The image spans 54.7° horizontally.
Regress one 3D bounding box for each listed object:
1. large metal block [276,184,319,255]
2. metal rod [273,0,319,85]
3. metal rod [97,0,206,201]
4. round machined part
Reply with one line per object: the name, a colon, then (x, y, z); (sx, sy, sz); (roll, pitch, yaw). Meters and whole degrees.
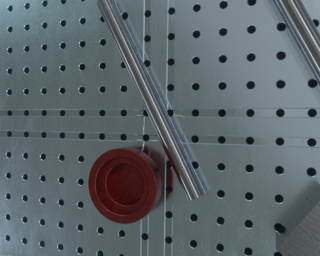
large metal block: (0.185, 0.121, 0.334); (0.080, 0.050, 0.080); (39, 102, 16)
metal rod: (0.160, -0.121, 0.355); (0.025, 0.025, 0.299); (-27, 81, 18)
metal rod: (-0.015, -0.046, 0.417); (0.025, 0.025, 0.299); (-28, 81, 18)
round machined part: (-0.043, 0.075, 0.419); (0.098, 0.042, 0.097); (0, 90, 20)
